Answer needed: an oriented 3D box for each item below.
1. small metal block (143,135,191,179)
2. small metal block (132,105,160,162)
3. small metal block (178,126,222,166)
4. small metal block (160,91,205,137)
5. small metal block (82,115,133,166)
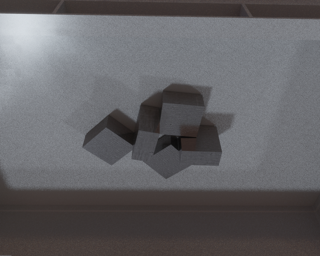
[{"bbox_3d":[0.012,0.040,0.441,0.050,0.025,0.050,-33,123,24],"label":"small metal block"},{"bbox_3d":[-0.018,0.007,0.395,0.025,0.050,0.050,10,129,-9],"label":"small metal block"},{"bbox_3d":[0.051,0.022,0.410,0.050,0.050,0.025,2,130,-3],"label":"small metal block"},{"bbox_3d":[0.025,-0.017,0.393,0.050,0.025,0.050,5,130,-5],"label":"small metal block"},{"bbox_3d":[-0.068,0.018,0.421,0.050,0.025,0.050,-37,122,27],"label":"small metal block"}]
